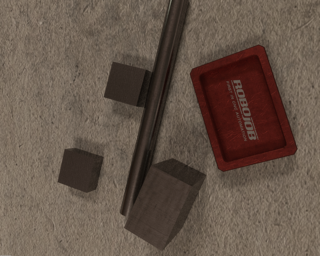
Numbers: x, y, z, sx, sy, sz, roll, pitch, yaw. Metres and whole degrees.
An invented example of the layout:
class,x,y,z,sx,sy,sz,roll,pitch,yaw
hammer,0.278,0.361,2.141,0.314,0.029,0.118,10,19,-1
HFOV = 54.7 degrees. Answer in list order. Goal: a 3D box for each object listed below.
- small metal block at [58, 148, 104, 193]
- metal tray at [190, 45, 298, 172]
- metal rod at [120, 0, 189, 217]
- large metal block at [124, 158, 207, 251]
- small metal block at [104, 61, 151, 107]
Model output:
class,x,y,z,sx,sy,sz,roll,pitch,yaw
small metal block,-0.115,0.060,0.448,0.050,0.025,0.050,15,95,19
metal tray,0.098,-0.022,0.371,0.090,0.030,0.129,-18,84,18
metal rod,-0.008,-0.028,0.410,0.025,0.025,0.298,15,95,19
large metal block,0.010,0.087,0.376,0.050,0.080,0.080,26,98,18
small metal block,-0.043,-0.059,0.423,0.050,0.025,0.050,17,96,18
